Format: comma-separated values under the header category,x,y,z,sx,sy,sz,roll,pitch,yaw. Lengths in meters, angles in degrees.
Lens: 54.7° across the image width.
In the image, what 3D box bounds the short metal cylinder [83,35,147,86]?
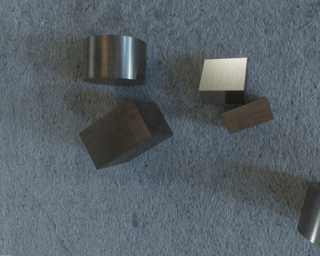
category,x,y,z,sx,sy,sz,roll,pitch,yaw
short metal cylinder,-0.058,-0.084,0.400,0.080,0.080,0.050,2,91,20

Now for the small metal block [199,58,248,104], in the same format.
category,x,y,z,sx,sy,sz,roll,pitch,yaw
small metal block,0.077,-0.056,0.369,0.050,0.025,0.050,2,57,20

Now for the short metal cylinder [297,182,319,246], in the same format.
category,x,y,z,sx,sy,sz,roll,pitch,yaw
short metal cylinder,0.188,0.092,0.314,0.080,0.080,0.050,14,95,19

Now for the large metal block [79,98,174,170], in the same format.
category,x,y,z,sx,sy,sz,roll,pitch,yaw
large metal block,-0.039,0.008,0.394,0.080,0.080,0.050,-31,80,17

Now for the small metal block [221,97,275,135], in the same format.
category,x,y,z,sx,sy,sz,roll,pitch,yaw
small metal block,0.102,-0.016,0.358,0.050,0.050,0.025,-21,90,18
